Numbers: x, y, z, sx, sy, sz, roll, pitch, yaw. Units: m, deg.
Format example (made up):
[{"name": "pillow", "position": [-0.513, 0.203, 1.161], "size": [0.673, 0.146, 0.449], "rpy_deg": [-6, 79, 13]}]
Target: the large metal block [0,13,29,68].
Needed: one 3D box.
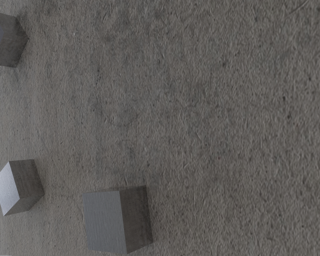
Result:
[{"name": "large metal block", "position": [-0.335, -0.189, 0.665], "size": [0.080, 0.050, 0.080], "rpy_deg": [-52, 60, 27]}]

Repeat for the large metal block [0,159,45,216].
[{"name": "large metal block", "position": [-0.284, 0.119, 0.624], "size": [0.080, 0.050, 0.080], "rpy_deg": [-41, 65, 32]}]

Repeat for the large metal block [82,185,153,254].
[{"name": "large metal block", "position": [-0.061, 0.127, 0.439], "size": [0.080, 0.050, 0.080], "rpy_deg": [-13, 82, 39]}]
